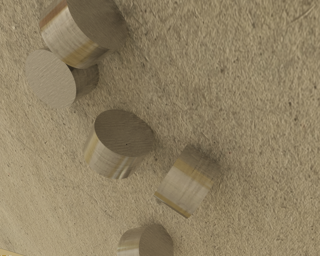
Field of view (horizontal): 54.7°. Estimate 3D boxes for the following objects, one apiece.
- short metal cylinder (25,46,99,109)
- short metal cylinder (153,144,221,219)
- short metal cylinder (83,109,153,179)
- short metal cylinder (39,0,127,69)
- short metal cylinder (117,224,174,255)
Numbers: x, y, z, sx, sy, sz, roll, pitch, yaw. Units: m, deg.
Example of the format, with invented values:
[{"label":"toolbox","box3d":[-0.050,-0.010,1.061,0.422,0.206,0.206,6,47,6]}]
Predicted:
[{"label":"short metal cylinder","box3d":[-0.130,-0.073,0.414,0.080,0.050,0.079,13,124,21]},{"label":"short metal cylinder","box3d":[0.034,0.067,0.395,0.050,0.080,0.079,33,129,6]},{"label":"short metal cylinder","box3d":[-0.056,0.021,0.414,0.080,0.080,0.050,36,129,4]},{"label":"short metal cylinder","box3d":[-0.084,-0.113,0.345,0.050,0.080,0.080,-22,106,36]},{"label":"short metal cylinder","box3d":[-0.023,0.203,0.509,0.050,0.080,0.080,-25,105,37]}]
